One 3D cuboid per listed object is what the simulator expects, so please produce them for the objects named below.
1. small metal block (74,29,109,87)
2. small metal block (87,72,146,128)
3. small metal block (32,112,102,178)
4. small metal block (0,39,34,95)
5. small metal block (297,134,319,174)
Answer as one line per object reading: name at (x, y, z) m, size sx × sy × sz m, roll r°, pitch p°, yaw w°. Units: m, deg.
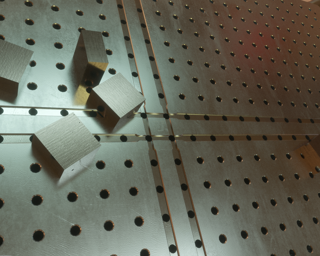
small metal block at (-0.090, -0.088, 0.397) m, size 0.025 × 0.050 × 0.050 m, roll -2°, pitch 63°, yaw -29°
small metal block at (-0.056, -0.037, 0.400) m, size 0.050 × 0.025 × 0.050 m, roll 46°, pitch 51°, yaw 3°
small metal block at (-0.103, 0.018, 0.342) m, size 0.050 × 0.025 × 0.050 m, roll 49°, pitch 51°, yaw 6°
small metal block at (-0.180, -0.072, 0.355) m, size 0.050 × 0.025 × 0.050 m, roll 19°, pitch 54°, yaw -17°
small metal block at (0.271, 0.042, 0.527) m, size 0.050 × 0.025 × 0.050 m, roll -24°, pitch 75°, yaw -36°
